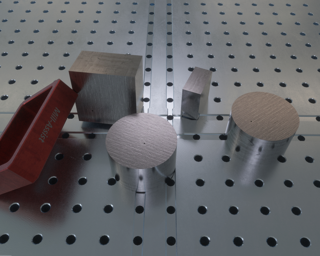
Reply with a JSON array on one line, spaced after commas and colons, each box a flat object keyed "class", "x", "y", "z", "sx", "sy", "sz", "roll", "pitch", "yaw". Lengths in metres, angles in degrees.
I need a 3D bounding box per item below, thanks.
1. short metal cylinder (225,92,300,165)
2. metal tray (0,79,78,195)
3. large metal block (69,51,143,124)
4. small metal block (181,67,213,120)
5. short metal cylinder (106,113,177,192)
[{"class": "short metal cylinder", "x": 0.127, "y": 0.000, "z": 0.393, "sx": 0.081, "sy": 0.050, "sz": 0.080, "roll": 0, "pitch": 50, "yaw": 0}, {"class": "metal tray", "x": -0.155, "y": 0.009, "z": 0.363, "sx": 0.090, "sy": 0.030, "sz": 0.130, "roll": -21, "pitch": 40, "yaw": 34}, {"class": "large metal block", "x": -0.066, "y": -0.051, "z": 0.411, "sx": 0.080, "sy": 0.079, "sz": 0.050, "roll": 6, "pitch": 43, "yaw": 5}, {"class": "small metal block", "x": 0.051, "y": -0.048, "z": 0.432, "sx": 0.025, "sy": 0.050, "sz": 0.050, "roll": 19, "pitch": 53, "yaw": 15}, {"class": "short metal cylinder", "x": -0.021, "y": 0.028, "z": 0.367, "sx": 0.081, "sy": 0.050, "sz": 0.080, "roll": 0, "pitch": 50, "yaw": 0}]
